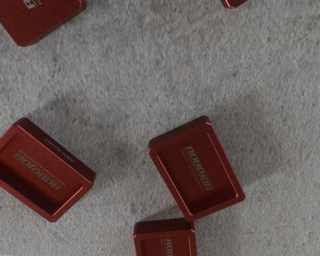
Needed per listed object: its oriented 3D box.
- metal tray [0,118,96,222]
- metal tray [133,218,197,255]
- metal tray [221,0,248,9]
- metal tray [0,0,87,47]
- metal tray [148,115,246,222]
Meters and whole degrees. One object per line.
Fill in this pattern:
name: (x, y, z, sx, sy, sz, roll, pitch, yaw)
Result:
metal tray: (-0.167, 0.060, 0.426, 0.130, 0.030, 0.090, 43, 104, -15)
metal tray: (0.012, 0.205, 0.482, 0.091, 0.030, 0.129, -6, 110, 1)
metal tray: (0.082, -0.209, 0.331, 0.090, 0.030, 0.130, -32, 108, 10)
metal tray: (-0.156, -0.169, 0.343, 0.090, 0.030, 0.130, -30, 108, 10)
metal tray: (0.052, 0.059, 0.429, 0.090, 0.030, 0.130, -25, 109, 8)
